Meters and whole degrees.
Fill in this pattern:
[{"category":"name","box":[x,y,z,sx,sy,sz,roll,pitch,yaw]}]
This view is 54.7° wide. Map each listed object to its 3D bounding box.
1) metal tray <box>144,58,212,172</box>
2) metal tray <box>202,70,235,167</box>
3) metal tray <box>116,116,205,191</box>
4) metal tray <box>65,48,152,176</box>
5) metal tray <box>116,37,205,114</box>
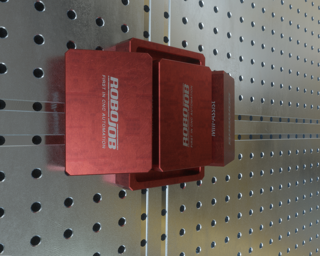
[{"category":"metal tray","box":[0.024,-0.015,0.389,0.091,0.030,0.129,-1,91,-40]},{"category":"metal tray","box":[0.088,-0.013,0.457,0.090,0.030,0.129,-2,92,-67]},{"category":"metal tray","box":[0.005,0.029,0.413,0.131,0.030,0.089,0,90,-40]},{"category":"metal tray","box":[-0.056,-0.016,0.337,0.091,0.030,0.129,0,91,-14]},{"category":"metal tray","box":[0.005,-0.061,0.412,0.131,0.030,0.089,0,90,-40]}]
